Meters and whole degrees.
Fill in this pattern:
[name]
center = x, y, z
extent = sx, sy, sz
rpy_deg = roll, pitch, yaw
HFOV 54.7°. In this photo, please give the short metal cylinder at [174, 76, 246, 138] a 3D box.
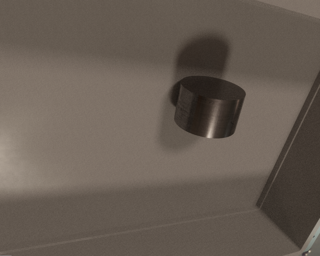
[short metal cylinder]
center = 0.062, -0.029, 0.391
extent = 0.081, 0.080, 0.050
rpy_deg = -6, 121, -26
